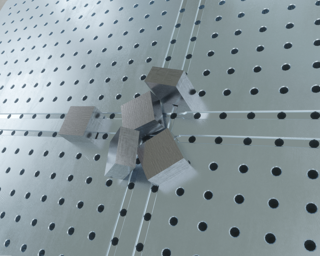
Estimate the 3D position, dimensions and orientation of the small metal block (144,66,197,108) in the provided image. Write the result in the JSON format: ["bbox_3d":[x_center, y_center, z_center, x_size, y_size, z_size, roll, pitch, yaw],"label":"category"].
[{"bbox_3d":[0.015,-0.055,0.419,0.050,0.050,0.025,15,69,34],"label":"small metal block"}]

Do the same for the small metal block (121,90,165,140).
[{"bbox_3d":[-0.025,-0.016,0.428,0.050,0.025,0.050,-25,53,21],"label":"small metal block"}]

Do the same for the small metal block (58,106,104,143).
[{"bbox_3d":[-0.121,-0.006,0.477,0.050,0.025,0.050,3,63,29],"label":"small metal block"}]

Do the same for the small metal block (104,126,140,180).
[{"bbox_3d":[-0.049,0.033,0.397,0.050,0.025,0.050,133,147,-54],"label":"small metal block"}]

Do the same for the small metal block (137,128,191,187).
[{"bbox_3d":[0.003,0.036,0.385,0.050,0.025,0.050,-32,52,7],"label":"small metal block"}]
